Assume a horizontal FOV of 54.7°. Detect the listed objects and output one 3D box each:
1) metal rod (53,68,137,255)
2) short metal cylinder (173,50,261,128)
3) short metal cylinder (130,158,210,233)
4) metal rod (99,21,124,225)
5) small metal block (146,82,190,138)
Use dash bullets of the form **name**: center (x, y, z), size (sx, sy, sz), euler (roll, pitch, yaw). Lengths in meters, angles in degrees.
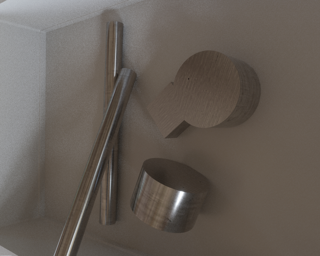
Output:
- **metal rod**: center (-0.084, 0.056, 0.393), size (0.025, 0.025, 0.299), euler (-2, 63, 39)
- **short metal cylinder**: center (0.061, -0.040, 0.339), size (0.080, 0.050, 0.079), euler (0, 90, 39)
- **short metal cylinder**: center (0.011, 0.076, 0.360), size (0.080, 0.081, 0.050), euler (30, 109, 36)
- **metal rod**: center (-0.073, -0.006, 0.464), size (0.025, 0.025, 0.298), euler (4, 93, 39)
- **small metal block**: center (0.017, -0.022, 0.391), size (0.050, 0.025, 0.050), euler (-44, 64, 31)
